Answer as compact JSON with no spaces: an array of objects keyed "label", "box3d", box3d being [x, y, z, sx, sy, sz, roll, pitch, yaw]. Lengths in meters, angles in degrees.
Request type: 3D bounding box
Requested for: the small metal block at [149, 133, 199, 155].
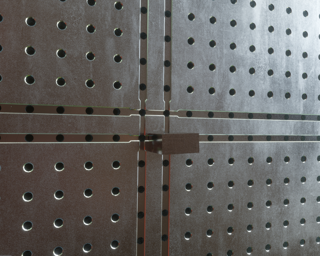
[{"label":"small metal block","box3d":[0.018,0.019,0.407,0.050,0.050,0.025,-1,91,-20]}]
